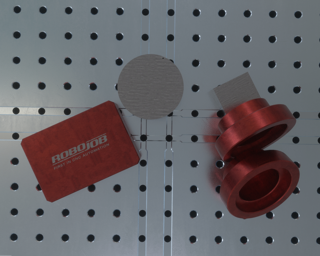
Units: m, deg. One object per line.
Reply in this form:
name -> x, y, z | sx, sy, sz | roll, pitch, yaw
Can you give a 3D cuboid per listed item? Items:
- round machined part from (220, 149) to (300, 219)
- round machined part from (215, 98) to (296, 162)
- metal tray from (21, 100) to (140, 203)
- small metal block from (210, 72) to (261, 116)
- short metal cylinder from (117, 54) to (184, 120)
round machined part -> 0.120, 0.065, 0.390 | 0.099, 0.042, 0.097 | -11, 128, -14
round machined part -> 0.112, -0.001, 0.383 | 0.098, 0.098, 0.042 | -26, 66, 0
metal tray -> -0.102, 0.030, 0.410 | 0.131, 0.030, 0.090 | -24, 90, 0
small metal block -> 0.103, -0.040, 0.414 | 0.050, 0.025, 0.050 | -26, 90, 0
short metal cylinder -> -0.011, -0.050, 0.401 | 0.081, 0.050, 0.079 | 0, 90, 0
